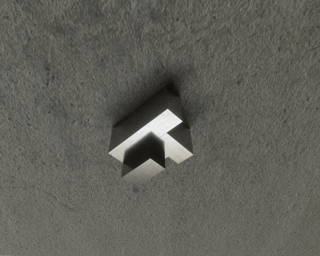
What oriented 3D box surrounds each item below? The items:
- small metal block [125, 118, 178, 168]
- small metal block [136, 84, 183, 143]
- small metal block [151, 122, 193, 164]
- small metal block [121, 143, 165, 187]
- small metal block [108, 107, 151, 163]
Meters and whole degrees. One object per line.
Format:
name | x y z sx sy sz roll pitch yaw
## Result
small metal block | -0.012 0.022 0.427 0.050 0.025 0.050 -35 122 25
small metal block | -0.001 -0.017 0.377 0.050 0.050 0.025 -36 122 26
small metal block | 0.016 0.010 0.401 0.025 0.050 0.050 -35 122 26
small metal block | -0.021 0.039 0.392 0.050 0.050 0.025 -36 122 26
small metal block | -0.038 0.009 0.399 0.050 0.050 0.025 -36 122 26
